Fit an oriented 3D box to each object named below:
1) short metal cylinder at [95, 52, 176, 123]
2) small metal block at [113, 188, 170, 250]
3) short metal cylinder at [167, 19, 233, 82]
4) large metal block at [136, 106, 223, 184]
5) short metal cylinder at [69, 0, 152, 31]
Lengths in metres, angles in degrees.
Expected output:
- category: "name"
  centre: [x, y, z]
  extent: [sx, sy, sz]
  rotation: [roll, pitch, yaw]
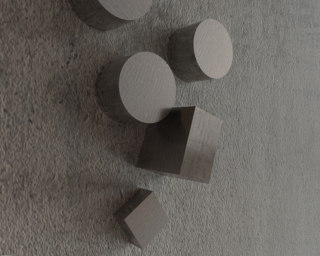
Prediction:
- category: "short metal cylinder"
  centre: [-0.028, -0.045, 0.365]
  extent: [0.081, 0.050, 0.079]
  rotation: [0, 90, -40]
- category: "small metal block"
  centre: [-0.022, 0.112, 0.386]
  extent: [0.050, 0.025, 0.050]
  rotation: [-40, 115, -33]
- category: "short metal cylinder"
  centre: [0.057, -0.107, 0.436]
  extent: [0.081, 0.050, 0.079]
  rotation: [0, 90, -40]
- category: "large metal block"
  centre: [0.023, 0.020, 0.389]
  extent: [0.050, 0.080, 0.080]
  rotation: [24, 75, -38]
- category: "short metal cylinder"
  centre: [-0.055, -0.154, 0.342]
  extent: [0.081, 0.050, 0.079]
  rotation: [0, 90, -40]
